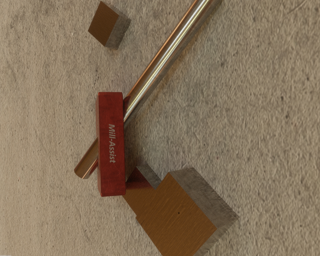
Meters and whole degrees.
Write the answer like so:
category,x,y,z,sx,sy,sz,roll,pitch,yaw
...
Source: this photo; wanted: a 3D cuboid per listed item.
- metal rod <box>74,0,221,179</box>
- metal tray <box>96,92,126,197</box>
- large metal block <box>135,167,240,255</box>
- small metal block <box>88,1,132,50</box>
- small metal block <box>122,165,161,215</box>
category,x,y,z,sx,sy,sz,roll,pitch,yaw
metal rod,-0.025,-0.046,0.400,0.299,0.025,0.025,-52,60,19
metal tray,-0.069,0.022,0.423,0.090,0.030,0.129,163,106,-75
large metal block,0.030,0.105,0.363,0.080,0.050,0.080,47,118,29
small metal block,-0.076,-0.154,0.466,0.050,0.025,0.050,46,117,30
small metal block,-0.021,0.086,0.421,0.050,0.025,0.050,46,117,29
